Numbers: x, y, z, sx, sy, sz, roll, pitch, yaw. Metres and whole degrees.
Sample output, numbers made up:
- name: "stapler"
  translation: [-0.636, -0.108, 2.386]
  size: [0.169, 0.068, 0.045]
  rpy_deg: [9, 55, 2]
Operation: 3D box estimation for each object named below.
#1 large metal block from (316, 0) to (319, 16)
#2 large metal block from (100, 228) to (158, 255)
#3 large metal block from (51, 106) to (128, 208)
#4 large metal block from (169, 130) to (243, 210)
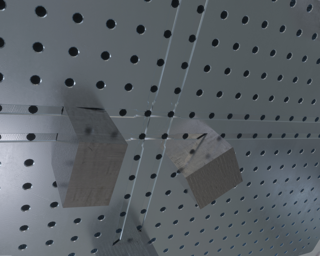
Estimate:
- name: "large metal block"
  translation: [0.280, -0.171, 0.441]
  size: [0.080, 0.050, 0.080]
  rpy_deg: [-41, 129, 0]
- name: "large metal block"
  translation: [-0.043, 0.222, 0.489]
  size: [0.080, 0.080, 0.050]
  rpy_deg: [-37, 129, -4]
- name: "large metal block"
  translation: [-0.083, 0.031, 0.349]
  size: [0.050, 0.080, 0.079]
  rpy_deg: [6, 116, -31]
- name: "large metal block"
  translation: [0.072, 0.064, 0.473]
  size: [0.080, 0.050, 0.080]
  rpy_deg: [-32, 129, -8]
